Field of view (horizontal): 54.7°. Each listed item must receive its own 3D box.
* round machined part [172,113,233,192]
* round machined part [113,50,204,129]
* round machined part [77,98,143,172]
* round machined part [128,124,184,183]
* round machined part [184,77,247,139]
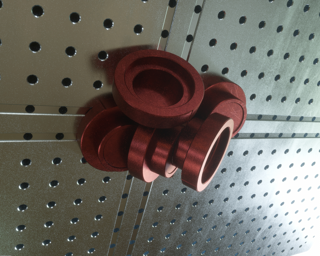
[{"bbox_3d":[0.050,0.026,0.383,0.098,0.042,0.097,-47,151,-37],"label":"round machined part"},{"bbox_3d":[-0.004,-0.039,0.346,0.099,0.098,0.042,-12,149,-22],"label":"round machined part"},{"bbox_3d":[-0.049,0.015,0.384,0.099,0.042,0.097,-14,125,-21],"label":"round machined part"},{"bbox_3d":[0.004,0.023,0.388,0.098,0.042,0.097,-52,153,-39],"label":"round machined part"},{"bbox_3d":[0.082,-0.019,0.435,0.099,0.042,0.097,-14,125,-21],"label":"round machined part"}]
